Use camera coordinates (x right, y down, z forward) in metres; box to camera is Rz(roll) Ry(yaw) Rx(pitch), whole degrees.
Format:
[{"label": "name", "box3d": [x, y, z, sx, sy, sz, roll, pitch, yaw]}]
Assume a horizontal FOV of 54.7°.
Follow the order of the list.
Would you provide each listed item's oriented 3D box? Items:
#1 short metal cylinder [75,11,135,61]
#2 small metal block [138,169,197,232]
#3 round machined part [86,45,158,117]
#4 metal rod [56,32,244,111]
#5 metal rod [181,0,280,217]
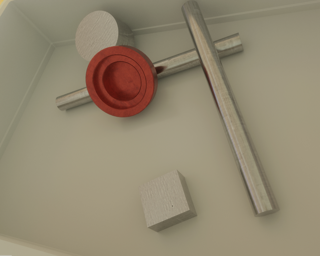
[{"label": "short metal cylinder", "box3d": [-0.088, -0.141, 0.501, 0.080, 0.050, 0.080, -1, 87, 24]}, {"label": "small metal block", "box3d": [0.008, 0.082, 0.350, 0.050, 0.025, 0.050, -26, 53, 11]}, {"label": "round machined part", "box3d": [-0.051, -0.067, 0.438, 0.098, 0.097, 0.042, -17, 14, 18]}, {"label": "metal rod", "box3d": [-0.027, -0.079, 0.466, 0.301, 0.025, 0.025, -16, 56, 18]}, {"label": "metal rod", "box3d": [0.073, -0.045, 0.372, 0.025, 0.025, 0.299, -22, 60, 15]}]
